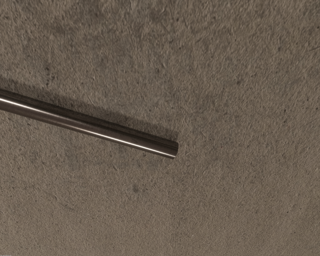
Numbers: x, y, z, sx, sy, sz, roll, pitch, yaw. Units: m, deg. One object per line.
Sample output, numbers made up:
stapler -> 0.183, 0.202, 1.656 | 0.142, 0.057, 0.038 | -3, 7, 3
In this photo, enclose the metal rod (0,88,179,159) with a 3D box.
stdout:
metal rod -> -0.118, -0.012, 0.395 | 0.302, 0.025, 0.025 | 17, 128, -15
